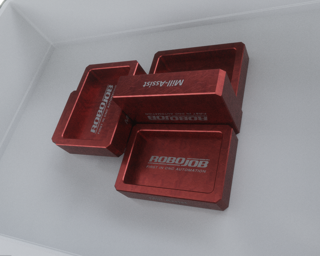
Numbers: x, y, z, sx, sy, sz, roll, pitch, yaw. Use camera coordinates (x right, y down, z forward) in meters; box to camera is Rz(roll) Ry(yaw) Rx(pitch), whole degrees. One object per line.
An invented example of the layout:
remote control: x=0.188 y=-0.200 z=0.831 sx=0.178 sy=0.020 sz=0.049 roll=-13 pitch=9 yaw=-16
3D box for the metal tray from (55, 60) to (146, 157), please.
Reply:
metal tray: x=-0.077 y=-0.028 z=0.417 sx=0.090 sy=0.030 sz=0.130 roll=1 pitch=62 yaw=28

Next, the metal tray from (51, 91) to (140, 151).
metal tray: x=-0.086 y=-0.012 z=0.449 sx=0.130 sy=0.030 sz=0.090 roll=1 pitch=62 yaw=28

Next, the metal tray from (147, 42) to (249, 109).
metal tray: x=0.046 y=-0.065 z=0.416 sx=0.130 sy=0.030 sz=0.090 roll=1 pitch=62 yaw=28

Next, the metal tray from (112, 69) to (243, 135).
metal tray: x=0.022 y=-0.026 z=0.365 sx=0.130 sy=0.090 sz=0.030 roll=1 pitch=63 yaw=28

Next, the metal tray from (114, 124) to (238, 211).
metal tray: x=0.019 y=0.041 z=0.364 sx=0.130 sy=0.030 sz=0.090 roll=1 pitch=62 yaw=28
